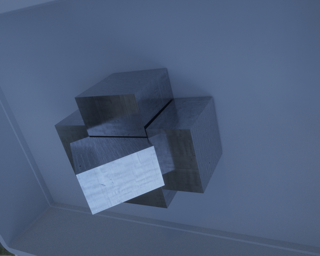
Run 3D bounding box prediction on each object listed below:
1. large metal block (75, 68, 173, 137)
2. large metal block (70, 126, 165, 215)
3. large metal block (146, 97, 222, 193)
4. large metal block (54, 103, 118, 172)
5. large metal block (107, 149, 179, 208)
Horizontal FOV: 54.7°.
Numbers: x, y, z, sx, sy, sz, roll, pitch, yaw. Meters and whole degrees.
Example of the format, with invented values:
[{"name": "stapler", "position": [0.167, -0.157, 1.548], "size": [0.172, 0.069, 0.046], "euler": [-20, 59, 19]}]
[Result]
[{"name": "large metal block", "position": [-0.039, -0.032, 0.372], "size": [0.080, 0.080, 0.050], "euler": [0, 118, 28]}, {"name": "large metal block", "position": [-0.051, 0.040, 0.350], "size": [0.081, 0.080, 0.050], "euler": [-20, 115, -12]}, {"name": "large metal block", "position": [0.033, 0.017, 0.362], "size": [0.050, 0.080, 0.080], "euler": [0, 118, 28]}, {"name": "large metal block", "position": [-0.084, 0.013, 0.425], "size": [0.050, 0.080, 0.080], "euler": [0, 119, 28]}, {"name": "large metal block", "position": [-0.015, 0.057, 0.415], "size": [0.080, 0.080, 0.050], "euler": [0, 118, 28]}]
